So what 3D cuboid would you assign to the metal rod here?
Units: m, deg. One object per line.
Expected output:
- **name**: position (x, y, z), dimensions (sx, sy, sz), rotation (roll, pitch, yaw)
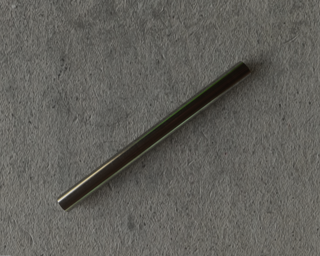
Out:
- **metal rod**: position (-0.007, 0.011, 0.411), dimensions (0.301, 0.025, 0.025), rotation (-37, 90, -1)
